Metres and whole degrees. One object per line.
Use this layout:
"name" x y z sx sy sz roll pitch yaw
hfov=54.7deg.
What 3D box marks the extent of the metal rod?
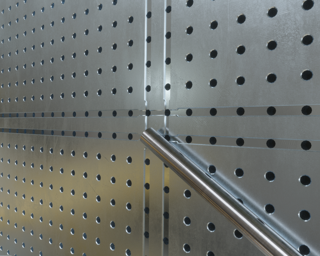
"metal rod" 0.081 0.091 0.341 0.300 0.025 0.025 40 114 32
